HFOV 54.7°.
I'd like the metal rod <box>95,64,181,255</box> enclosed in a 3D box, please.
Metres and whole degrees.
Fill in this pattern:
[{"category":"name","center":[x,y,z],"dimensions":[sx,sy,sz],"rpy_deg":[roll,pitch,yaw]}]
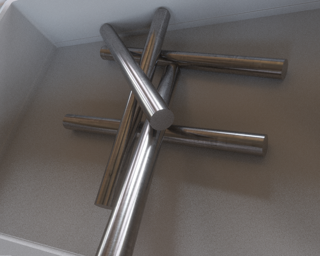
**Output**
[{"category":"metal rod","center":[-0.008,0.007,0.330],"dimensions":[0.025,0.025,0.301],"rpy_deg":[-13,32,21]}]

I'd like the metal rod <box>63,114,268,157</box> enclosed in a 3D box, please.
[{"category":"metal rod","center":[-0.015,0.004,0.410],"dimensions":[0.300,0.025,0.025],"rpy_deg":[6,65,31]}]

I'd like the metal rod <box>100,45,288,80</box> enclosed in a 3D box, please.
[{"category":"metal rod","center":[0.027,-0.100,0.452],"dimensions":[0.300,0.025,0.025],"rpy_deg":[14,69,33]}]

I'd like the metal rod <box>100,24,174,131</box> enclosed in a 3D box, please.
[{"category":"metal rod","center":[-0.045,-0.088,0.423],"dimensions":[0.025,0.025,0.300],"rpy_deg":[-36,38,4]}]

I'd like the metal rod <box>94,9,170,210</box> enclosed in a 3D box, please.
[{"category":"metal rod","center":[-0.029,-0.042,0.413],"dimensions":[0.025,0.025,0.300],"rpy_deg":[0,61,28]}]
